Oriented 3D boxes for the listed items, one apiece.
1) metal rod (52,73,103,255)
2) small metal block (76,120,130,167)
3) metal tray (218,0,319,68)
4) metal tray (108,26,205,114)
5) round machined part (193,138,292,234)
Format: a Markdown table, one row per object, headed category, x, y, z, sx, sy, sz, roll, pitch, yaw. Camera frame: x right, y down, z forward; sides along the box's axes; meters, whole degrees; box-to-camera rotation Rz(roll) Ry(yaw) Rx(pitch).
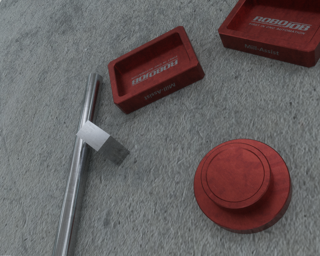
| category | x | y | z | sx | sy | sz | roll | pitch | yaw |
| --- | --- | --- | --- | --- | --- | --- | --- | --- | --- |
| metal rod | -0.111 | 0.047 | 0.431 | 0.025 | 0.025 | 0.299 | -11 | 57 | 22 |
| small metal block | -0.075 | 0.021 | 0.413 | 0.050 | 0.050 | 0.025 | 30 | 78 | 37 |
| metal tray | 0.154 | -0.136 | 0.402 | 0.130 | 0.030 | 0.090 | 27 | 76 | 36 |
| metal tray | -0.010 | -0.086 | 0.456 | 0.130 | 0.030 | 0.090 | -24 | 53 | 12 |
| round machined part | 0.081 | 0.054 | 0.317 | 0.098 | 0.042 | 0.098 | -13 | 56 | 20 |
